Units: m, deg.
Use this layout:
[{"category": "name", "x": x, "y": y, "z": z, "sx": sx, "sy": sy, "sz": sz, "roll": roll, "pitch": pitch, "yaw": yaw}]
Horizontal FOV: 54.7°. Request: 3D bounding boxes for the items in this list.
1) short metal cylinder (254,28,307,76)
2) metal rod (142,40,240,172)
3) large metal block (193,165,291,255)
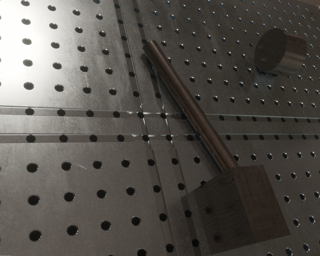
[{"category": "short metal cylinder", "x": 0.226, "y": -0.142, "z": 0.584, "sx": 0.050, "sy": 0.080, "sz": 0.080, "roll": 7, "pitch": 59, "yaw": -25}, {"category": "metal rod", "x": 0.061, "y": -0.003, "z": 0.444, "sx": 0.025, "sy": 0.025, "sz": 0.299, "roll": -22, "pitch": 74, "yaw": -36}, {"category": "large metal block", "x": 0.091, "y": 0.097, "z": 0.365, "sx": 0.050, "sy": 0.080, "sz": 0.080, "roll": 0, "pitch": 62, "yaw": -29}]
